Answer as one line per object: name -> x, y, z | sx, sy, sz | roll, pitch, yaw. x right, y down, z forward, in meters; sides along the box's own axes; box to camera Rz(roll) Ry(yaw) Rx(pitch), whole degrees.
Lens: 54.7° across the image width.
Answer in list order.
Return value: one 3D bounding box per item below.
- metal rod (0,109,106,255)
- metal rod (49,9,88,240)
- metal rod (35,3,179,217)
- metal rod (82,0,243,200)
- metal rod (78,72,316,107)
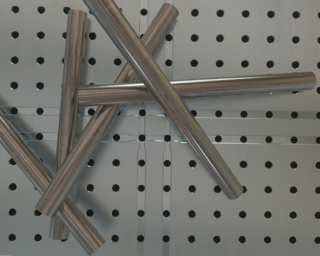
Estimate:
metal rod -> -0.173, 0.034, 0.393 | 0.025, 0.025, 0.300 | -41, 83, 0
metal rod -> -0.121, -0.004, 0.411 | 0.025, 0.025, 0.298 | 5, 90, -1
metal rod -> -0.059, -0.031, 0.385 | 0.025, 0.025, 0.300 | 30, 79, -1
metal rod -> 0.017, -0.022, 0.356 | 0.025, 0.025, 0.300 | -37, 114, 0
metal rod -> 0.055, -0.050, 0.384 | 0.302, 0.025, 0.025 | -5, 90, -12
